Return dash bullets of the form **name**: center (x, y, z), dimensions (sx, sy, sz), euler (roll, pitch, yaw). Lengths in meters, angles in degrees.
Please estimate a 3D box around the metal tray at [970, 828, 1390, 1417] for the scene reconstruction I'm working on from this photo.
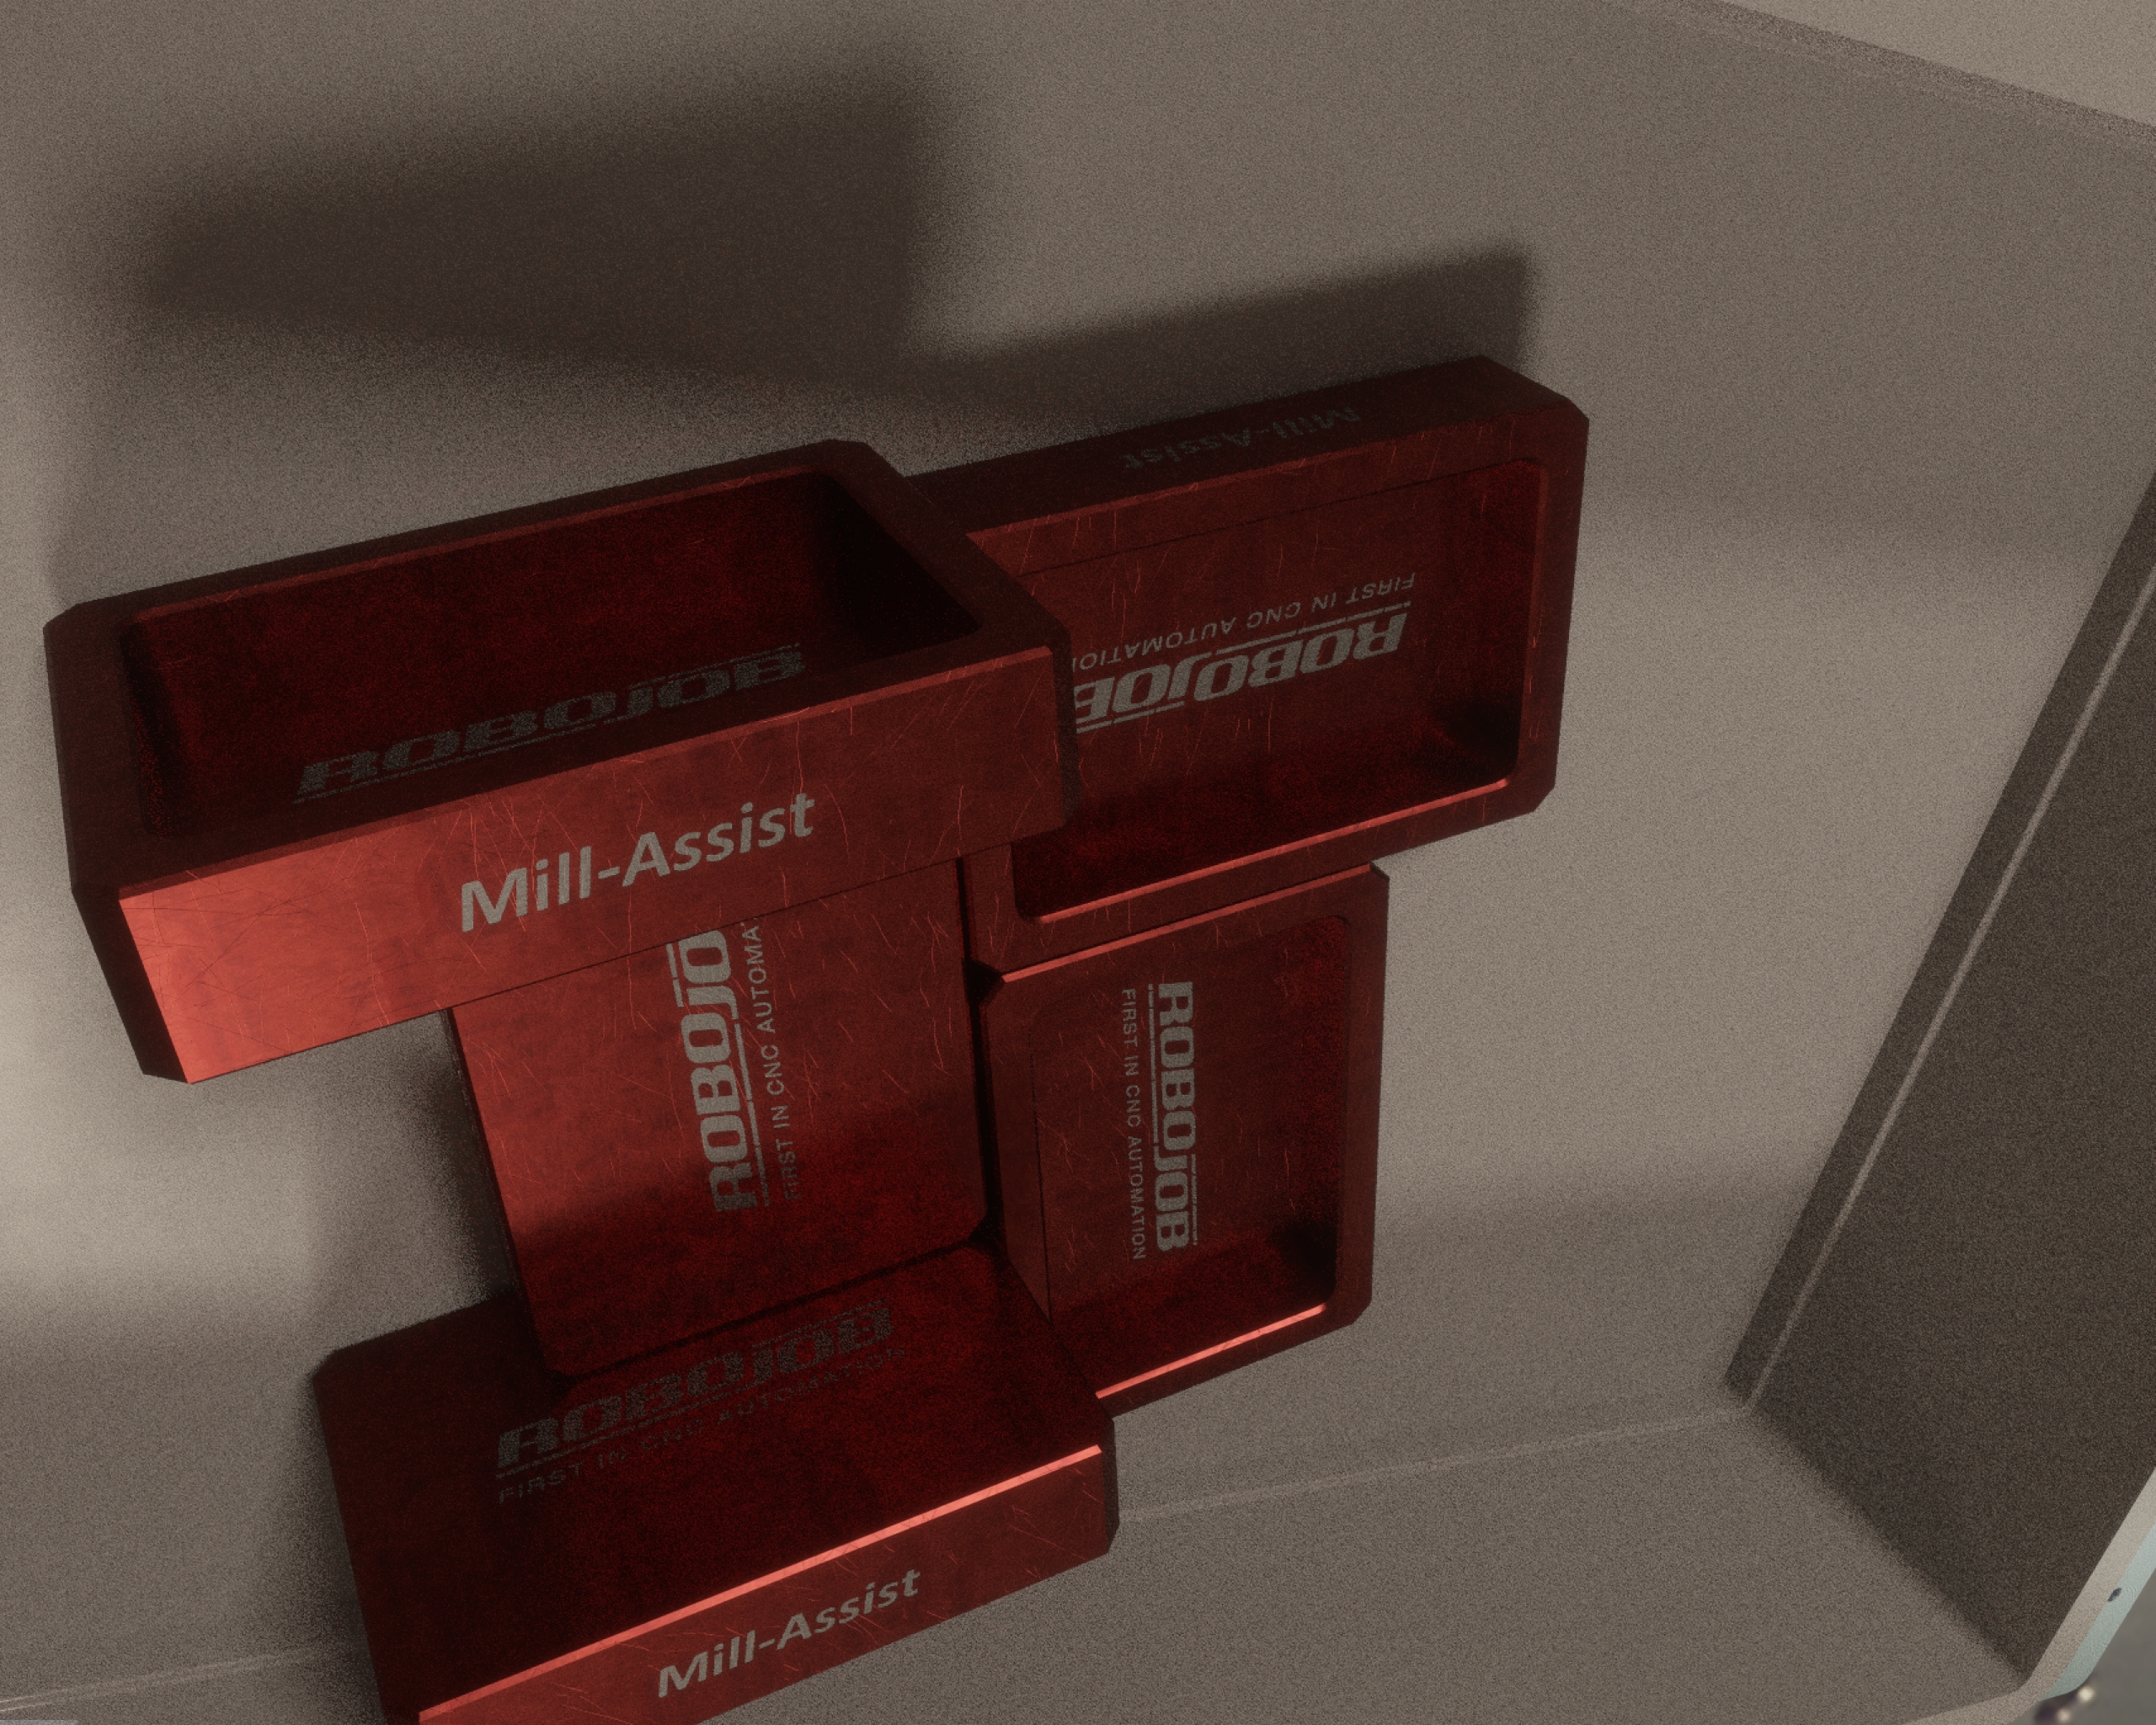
- **metal tray**: center (0.019, 0.058, 0.451), dimensions (0.091, 0.030, 0.129), euler (-16, 125, -20)

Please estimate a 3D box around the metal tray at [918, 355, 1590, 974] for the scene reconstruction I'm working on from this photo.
- **metal tray**: center (0.032, -0.039, 0.398), dimensions (0.131, 0.030, 0.089), euler (-16, 125, -20)

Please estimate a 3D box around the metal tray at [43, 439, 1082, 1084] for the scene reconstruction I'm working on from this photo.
- **metal tray**: center (-0.076, -0.022, 0.307), dimensions (0.131, 0.090, 0.030), euler (-17, 125, -19)

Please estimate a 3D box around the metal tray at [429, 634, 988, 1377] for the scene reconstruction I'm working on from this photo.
- **metal tray**: center (-0.068, 0.026, 0.382), dimensions (0.091, 0.030, 0.129), euler (-16, 125, -20)

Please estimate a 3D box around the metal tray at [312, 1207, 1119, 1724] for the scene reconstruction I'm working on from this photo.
- **metal tray**: center (-0.069, 0.112, 0.396), dimensions (0.131, 0.090, 0.030), euler (-16, 125, -20)
